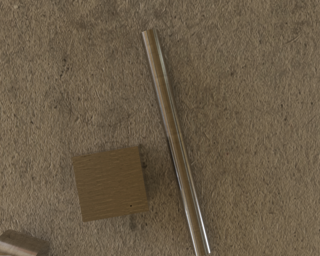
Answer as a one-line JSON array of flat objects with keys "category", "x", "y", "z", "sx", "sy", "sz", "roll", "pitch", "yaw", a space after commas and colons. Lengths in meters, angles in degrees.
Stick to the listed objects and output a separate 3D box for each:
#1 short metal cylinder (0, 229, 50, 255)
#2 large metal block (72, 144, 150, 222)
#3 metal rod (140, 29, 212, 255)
[{"category": "short metal cylinder", "x": -0.179, "y": 0.172, "z": 0.381, "sx": 0.050, "sy": 0.080, "sz": 0.080, "roll": 19, "pitch": 90, "yaw": 0}, {"category": "large metal block", "x": -0.060, "y": 0.067, "z": 0.397, "sx": 0.080, "sy": 0.050, "sz": 0.080, "roll": -10, "pitch": 90, "yaw": 0}, {"category": "metal rod", "x": 0.021, "y": 0.019, "z": 0.410, "sx": 0.025, "sy": 0.025, "sz": 0.298, "roll": -14, "pitch": 90, "yaw": 0}]
